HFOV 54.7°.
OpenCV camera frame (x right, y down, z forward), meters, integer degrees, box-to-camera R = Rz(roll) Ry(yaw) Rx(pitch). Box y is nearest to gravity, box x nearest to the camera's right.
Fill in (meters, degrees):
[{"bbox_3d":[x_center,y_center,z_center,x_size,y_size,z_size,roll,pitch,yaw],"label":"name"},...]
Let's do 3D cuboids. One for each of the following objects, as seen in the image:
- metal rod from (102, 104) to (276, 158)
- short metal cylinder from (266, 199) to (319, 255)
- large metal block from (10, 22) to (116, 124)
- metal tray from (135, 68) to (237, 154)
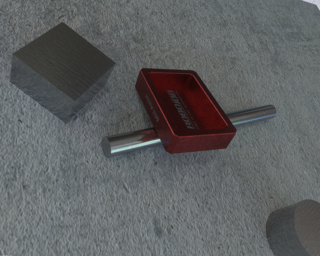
[{"bbox_3d":[0.062,-0.003,0.440,0.303,0.025,0.025,-11,68,-33],"label":"metal rod"},{"bbox_3d":[0.189,0.140,0.407,0.081,0.050,0.080,14,56,-21],"label":"short metal cylinder"},{"bbox_3d":[-0.114,-0.066,0.368,0.080,0.050,0.080,38,51,-3],"label":"large metal block"},{"bbox_3d":[0.030,-0.027,0.409,0.091,0.030,0.130,-3,47,-27],"label":"metal tray"}]
